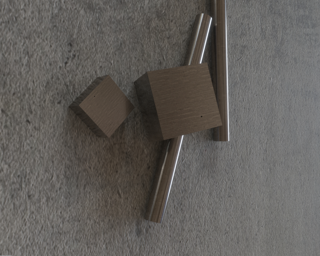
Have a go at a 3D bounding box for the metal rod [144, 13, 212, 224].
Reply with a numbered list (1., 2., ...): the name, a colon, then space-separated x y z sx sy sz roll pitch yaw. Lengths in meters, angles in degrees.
1. metal rod: 0.028 -0.022 0.430 0.025 0.025 0.299 24 75 -38

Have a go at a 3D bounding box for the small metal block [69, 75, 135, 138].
1. small metal block: -0.065 -0.024 0.352 0.050 0.025 0.050 52 59 -28

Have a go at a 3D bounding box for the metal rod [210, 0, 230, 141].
1. metal rod: 0.092 -0.129 0.484 0.025 0.025 0.298 -3 92 -40

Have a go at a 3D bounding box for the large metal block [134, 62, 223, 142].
1. large metal block: 0.022 -0.031 0.387 0.081 0.050 0.080 -13 89 -23
